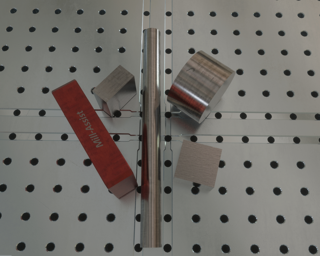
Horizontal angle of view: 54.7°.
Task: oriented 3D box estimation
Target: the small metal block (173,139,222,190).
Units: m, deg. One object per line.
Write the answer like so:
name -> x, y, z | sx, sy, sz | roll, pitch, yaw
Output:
small metal block -> 0.048, 0.047, 0.396 | 0.050, 0.025, 0.050 | 14, 71, 5

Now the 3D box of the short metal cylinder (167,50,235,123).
short metal cylinder -> 0.053, -0.053, 0.402 | 0.050, 0.080, 0.080 | 36, 74, 12

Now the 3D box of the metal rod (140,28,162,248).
metal rod -> -0.011, -0.001, 0.411 | 0.025, 0.025, 0.299 | 0, 70, -1

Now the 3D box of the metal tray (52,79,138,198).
metal tray -> -0.075, 0.016, 0.370 | 0.030, 0.090, 0.130 | -31, 73, -11

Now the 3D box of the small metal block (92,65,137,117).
small metal block -> -0.059, -0.048, 0.414 | 0.025, 0.050, 0.050 | 40, 75, 13
